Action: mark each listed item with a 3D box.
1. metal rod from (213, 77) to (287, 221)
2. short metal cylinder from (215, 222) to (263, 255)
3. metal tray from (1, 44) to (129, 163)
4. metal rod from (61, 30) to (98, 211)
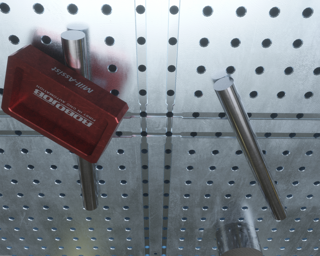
[{"bbox_3d":[0.142,0.049,0.454,0.025,0.025,0.299,-21,127,17],"label":"metal rod"},{"bbox_3d":[0.148,0.223,0.587,0.081,0.050,0.079,0,130,0],"label":"short metal cylinder"},{"bbox_3d":[-0.112,-0.023,0.356,0.130,0.030,0.089,31,132,-4],"label":"metal tray"},{"bbox_3d":[-0.104,0.015,0.423,0.025,0.025,0.298,3,130,-3],"label":"metal rod"}]
